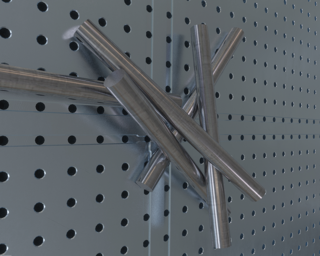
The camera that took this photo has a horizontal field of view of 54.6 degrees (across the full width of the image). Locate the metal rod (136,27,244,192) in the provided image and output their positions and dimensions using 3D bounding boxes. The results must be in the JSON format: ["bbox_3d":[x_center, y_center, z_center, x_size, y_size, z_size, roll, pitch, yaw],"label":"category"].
[{"bbox_3d":[0.054,-0.041,0.452,0.025,0.025,0.300,47,62,-30],"label":"metal rod"}]

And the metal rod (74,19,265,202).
[{"bbox_3d":[0.022,-0.011,0.374,0.300,0.025,0.025,43,63,-14],"label":"metal rod"}]

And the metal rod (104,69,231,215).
[{"bbox_3d":[0.028,0.042,0.399,0.300,0.025,0.025,51,60,-39],"label":"metal rod"}]

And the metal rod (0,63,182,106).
[{"bbox_3d":[-0.094,-0.043,0.329,0.302,0.025,0.025,4,88,-40],"label":"metal rod"}]

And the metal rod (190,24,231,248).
[{"bbox_3d":[0.068,0.006,0.422,0.025,0.025,0.299,0,82,-40],"label":"metal rod"}]
